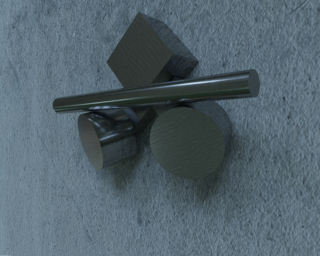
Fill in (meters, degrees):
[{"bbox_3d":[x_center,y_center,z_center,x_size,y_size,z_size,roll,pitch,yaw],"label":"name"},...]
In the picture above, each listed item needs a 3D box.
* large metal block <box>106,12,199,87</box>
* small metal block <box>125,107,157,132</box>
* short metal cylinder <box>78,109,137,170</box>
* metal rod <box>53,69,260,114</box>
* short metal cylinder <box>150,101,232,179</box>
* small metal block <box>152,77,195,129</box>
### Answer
[{"bbox_3d":[-0.012,-0.085,0.397,0.080,0.050,0.080,-50,61,28],"label":"large metal block"},{"bbox_3d":[-0.031,-0.030,0.432,0.050,0.025,0.050,-50,61,27],"label":"small metal block"},{"bbox_3d":[-0.075,0.012,0.433,0.080,0.050,0.079,35,135,45],"label":"short metal cylinder"},{"bbox_3d":[-0.033,-0.036,0.366,0.300,0.025,0.025,-1,89,40],"label":"metal rod"},{"bbox_3d":[0.035,0.009,0.343,0.080,0.050,0.079,7,110,19],"label":"short metal cylinder"},{"bbox_3d":[0.024,-0.027,0.386,0.050,0.025,0.050,-51,61,28],"label":"small metal block"}]
